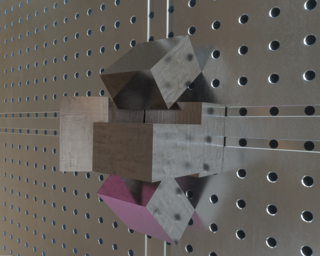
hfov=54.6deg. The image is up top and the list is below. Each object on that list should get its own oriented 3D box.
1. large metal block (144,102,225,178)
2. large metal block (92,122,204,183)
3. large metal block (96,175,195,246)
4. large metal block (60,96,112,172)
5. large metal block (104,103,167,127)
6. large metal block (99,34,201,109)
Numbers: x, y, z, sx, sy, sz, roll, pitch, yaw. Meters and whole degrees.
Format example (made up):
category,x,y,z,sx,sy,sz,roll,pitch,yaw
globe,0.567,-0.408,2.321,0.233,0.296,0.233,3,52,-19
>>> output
category,x,y,z,sx,sy,sz,roll,pitch,yaw
large metal block,0.028,0.010,0.370,0.080,0.050,0.080,4,93,40
large metal block,-0.011,0.020,0.318,0.080,0.081,0.050,2,91,40
large metal block,-0.016,0.091,0.380,0.080,0.050,0.080,3,137,40
large metal block,-0.084,0.005,0.368,0.050,0.080,0.080,1,91,-5
large metal block,-0.036,0.006,0.425,0.080,0.050,0.080,9,96,39
large metal block,-0.010,-0.066,0.373,0.080,0.080,0.050,3,130,40
